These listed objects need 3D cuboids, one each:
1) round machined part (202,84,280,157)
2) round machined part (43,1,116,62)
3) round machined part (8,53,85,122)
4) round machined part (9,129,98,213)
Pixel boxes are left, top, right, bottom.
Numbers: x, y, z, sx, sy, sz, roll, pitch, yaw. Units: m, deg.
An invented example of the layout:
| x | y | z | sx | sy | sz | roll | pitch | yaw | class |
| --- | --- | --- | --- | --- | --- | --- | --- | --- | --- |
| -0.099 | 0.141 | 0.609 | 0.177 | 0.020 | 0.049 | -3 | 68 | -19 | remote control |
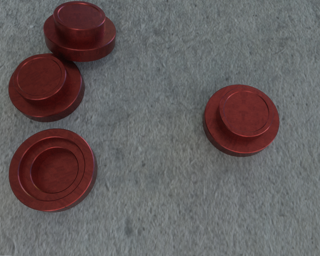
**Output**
| x | y | z | sx | sy | sz | roll | pitch | yaw | class |
| --- | --- | --- | --- | --- | --- | --- | --- | --- | --- |
| 0.108 | -0.014 | 0.406 | 0.099 | 0.042 | 0.098 | 0 | 70 | -1 | round machined part |
| -0.111 | -0.141 | 0.433 | 0.099 | 0.042 | 0.098 | 6 | 51 | -7 | round machined part |
| -0.156 | -0.060 | 0.419 | 0.099 | 0.042 | 0.098 | 0 | 70 | -1 | round machined part |
| -0.125 | 0.053 | 0.378 | 0.099 | 0.042 | 0.098 | 0 | 70 | -1 | round machined part |
